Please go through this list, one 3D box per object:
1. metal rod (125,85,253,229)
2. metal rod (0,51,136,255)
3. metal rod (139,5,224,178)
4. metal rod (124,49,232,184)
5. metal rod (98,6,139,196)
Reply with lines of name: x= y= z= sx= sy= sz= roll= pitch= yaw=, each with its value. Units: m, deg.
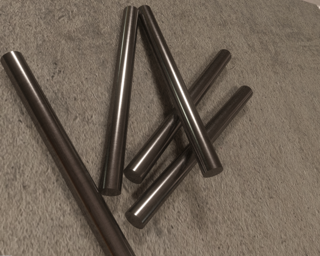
metal rod: x=0.058 y=0.019 z=0.425 sx=0.025 sy=0.025 sz=0.302 roll=45 pitch=51 yaw=3
metal rod: x=-0.093 y=0.042 z=0.328 sx=0.025 sy=0.025 sz=0.299 roll=-24 pitch=75 yaw=-37
metal rod: x=0.017 y=-0.070 z=0.432 sx=0.025 sy=0.025 sz=0.299 roll=-1 pitch=55 yaw=-29
metal rod: x=0.041 y=-0.036 z=0.449 sx=0.025 sy=0.025 sz=0.301 roll=40 pitch=51 yaw=-2
metal rod: x=-0.050 y=-0.057 z=0.412 sx=0.025 sy=0.025 sz=0.299 roll=15 pitch=55 yaw=-20
